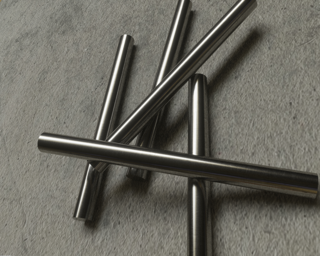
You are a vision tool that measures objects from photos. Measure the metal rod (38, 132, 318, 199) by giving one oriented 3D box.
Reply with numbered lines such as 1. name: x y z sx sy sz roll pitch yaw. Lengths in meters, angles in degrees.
1. metal rod: 0.004 0.036 0.335 0.301 0.025 0.025 8 65 16

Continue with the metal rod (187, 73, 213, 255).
1. metal rod: 0.043 0.064 0.341 0.025 0.025 0.299 -10 57 22

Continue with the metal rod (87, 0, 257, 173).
1. metal rod: 0.020 -0.062 0.398 0.300 0.025 0.025 -47 52 -8

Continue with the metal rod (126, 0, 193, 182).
1. metal rod: 0.005 -0.070 0.442 0.025 0.025 0.300 1 62 28

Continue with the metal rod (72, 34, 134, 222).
1. metal rod: -0.076 -0.018 0.452 0.025 0.025 0.299 -5 59 25
